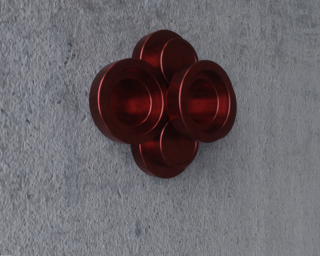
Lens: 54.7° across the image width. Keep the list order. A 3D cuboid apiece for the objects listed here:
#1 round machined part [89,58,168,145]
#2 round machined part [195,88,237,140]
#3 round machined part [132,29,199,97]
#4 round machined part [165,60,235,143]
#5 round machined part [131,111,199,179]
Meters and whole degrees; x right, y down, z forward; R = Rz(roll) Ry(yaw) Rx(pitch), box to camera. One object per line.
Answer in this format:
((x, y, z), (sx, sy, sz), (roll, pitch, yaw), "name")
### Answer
((-0.039, -0.030, 0.364), (0.099, 0.042, 0.097), (0, 90, -40), "round machined part")
((0.065, -0.031, 0.452), (0.099, 0.042, 0.097), (0, 90, -40), "round machined part")
((0.014, -0.081, 0.409), (0.099, 0.042, 0.097), (0, 90, -40), "round machined part")
((0.045, -0.031, 0.380), (0.099, 0.042, 0.097), (-1, 91, -40), "round machined part")
((0.013, 0.018, 0.408), (0.099, 0.042, 0.097), (0, 90, -40), "round machined part")
